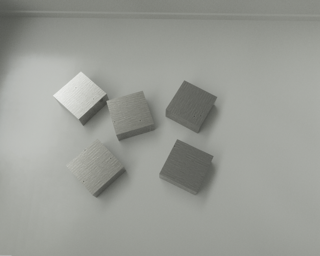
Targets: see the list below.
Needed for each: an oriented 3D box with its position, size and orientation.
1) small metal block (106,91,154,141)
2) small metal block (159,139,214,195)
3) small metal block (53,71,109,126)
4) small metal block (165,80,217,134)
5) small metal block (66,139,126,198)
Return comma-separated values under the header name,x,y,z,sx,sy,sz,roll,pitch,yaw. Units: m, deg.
name,x,y,z,sx,sy,sz,roll,pitch,yaw
small metal block,-0.039,-0.016,0.415,0.050,0.025,0.050,-17,71,-6
small metal block,0.033,0.050,0.392,0.050,0.025,0.050,25,72,9
small metal block,-0.107,-0.040,0.423,0.050,0.025,0.050,41,75,13
small metal block,0.042,-0.029,0.420,0.050,0.025,0.050,29,72,10
small metal block,-0.079,0.051,0.390,0.050,0.025,0.050,-42,76,-14
